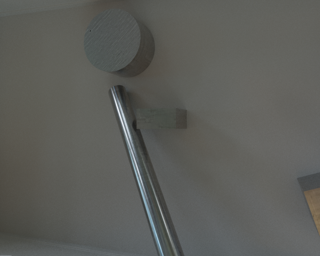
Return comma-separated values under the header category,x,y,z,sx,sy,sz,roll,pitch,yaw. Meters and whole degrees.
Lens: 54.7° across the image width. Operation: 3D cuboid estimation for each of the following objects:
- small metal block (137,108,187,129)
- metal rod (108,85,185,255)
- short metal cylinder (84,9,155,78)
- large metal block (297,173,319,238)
category,x,y,z,sx,sy,sz,roll,pitch,yaw
small metal block,0.003,-0.011,0.395,0.050,0.050,0.025,0,90,19
metal rod,-0.013,0.066,0.351,0.025,0.025,0.299,-33,55,17
short metal cylinder,-0.053,-0.111,0.415,0.080,0.050,0.079,0,90,19
large metal block,0.192,0.071,0.314,0.080,0.080,0.050,-19,84,18
